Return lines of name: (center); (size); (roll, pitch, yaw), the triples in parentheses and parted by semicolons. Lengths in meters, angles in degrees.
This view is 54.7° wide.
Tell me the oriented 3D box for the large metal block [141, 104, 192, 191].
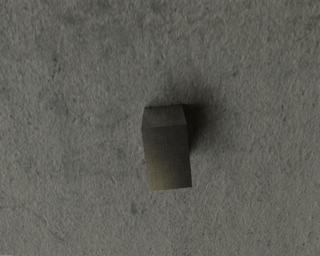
large metal block: (0.008, 0.021, 0.389); (0.050, 0.080, 0.079); (-6, 110, 2)
